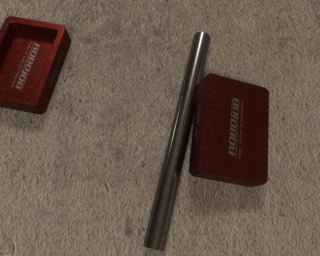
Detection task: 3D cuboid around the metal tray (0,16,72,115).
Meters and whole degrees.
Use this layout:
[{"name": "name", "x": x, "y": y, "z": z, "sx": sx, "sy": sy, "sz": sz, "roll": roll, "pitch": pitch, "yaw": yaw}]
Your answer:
[{"name": "metal tray", "x": -0.190, "y": -0.090, "z": 0.435, "sx": 0.091, "sy": 0.030, "sz": 0.130, "roll": 11, "pitch": 70, "yaw": 3}]

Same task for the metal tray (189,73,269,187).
[{"name": "metal tray", "x": 0.090, "y": 0.003, "z": 0.394, "sx": 0.091, "sy": 0.030, "sz": 0.130, "roll": 13, "pitch": 70, "yaw": -12}]

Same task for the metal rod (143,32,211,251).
[{"name": "metal rod", "x": 0.028, "y": 0.003, "z": 0.407, "sx": 0.025, "sy": 0.025, "sz": 0.299, "roll": 13, "pitch": 70, "yaw": 4}]
